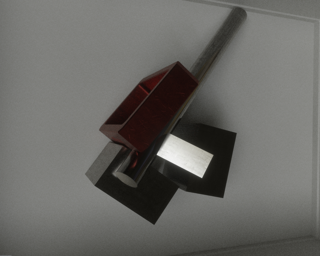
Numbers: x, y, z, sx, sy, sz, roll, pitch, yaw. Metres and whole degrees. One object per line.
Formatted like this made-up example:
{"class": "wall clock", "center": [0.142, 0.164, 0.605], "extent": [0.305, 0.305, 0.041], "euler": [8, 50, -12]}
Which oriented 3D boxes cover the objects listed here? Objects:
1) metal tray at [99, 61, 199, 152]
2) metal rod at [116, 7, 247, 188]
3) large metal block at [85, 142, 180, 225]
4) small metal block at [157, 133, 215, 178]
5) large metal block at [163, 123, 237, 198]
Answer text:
{"class": "metal tray", "center": [-0.019, -0.021, 0.346], "extent": [0.030, 0.130, 0.090], "euler": [42, 78, -15]}
{"class": "metal rod", "center": [0.041, -0.057, 0.377], "extent": [0.025, 0.025, 0.301], "euler": [43, 59, -15]}
{"class": "large metal block", "center": [-0.036, 0.062, 0.369], "extent": [0.080, 0.080, 0.050], "euler": [38, 78, -17]}
{"class": "small metal block", "center": [0.029, 0.029, 0.329], "extent": [0.050, 0.050, 0.025], "euler": [26, 89, 13]}
{"class": "large metal block", "center": [0.047, 0.039, 0.400], "extent": [0.050, 0.080, 0.080], "euler": [14, 85, -20]}
